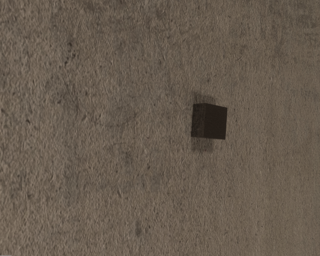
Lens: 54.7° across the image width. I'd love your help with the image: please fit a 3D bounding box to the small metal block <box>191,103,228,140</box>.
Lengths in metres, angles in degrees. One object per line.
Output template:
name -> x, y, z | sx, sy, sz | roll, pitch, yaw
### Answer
small metal block -> 0.075, -0.009, 0.471 | 0.050, 0.025, 0.050 | 7, 86, -40
